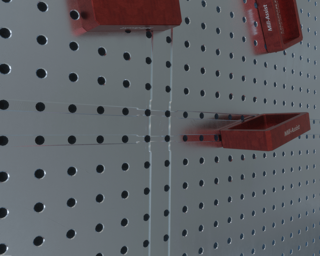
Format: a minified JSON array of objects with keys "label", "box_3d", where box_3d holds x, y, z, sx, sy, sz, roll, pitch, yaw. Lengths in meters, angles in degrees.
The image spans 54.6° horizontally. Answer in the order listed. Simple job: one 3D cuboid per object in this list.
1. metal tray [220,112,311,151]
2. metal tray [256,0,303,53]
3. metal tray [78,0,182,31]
[{"label":"metal tray","box_3d":[0.175,0.003,0.511,0.131,0.090,0.030,-18,102,-38]},{"label":"metal tray","box_3d":[0.229,-0.219,0.595,0.091,0.030,0.129,-29,108,-36]},{"label":"metal tray","box_3d":[-0.035,-0.167,0.375,0.131,0.030,0.090,-15,100,-39]}]
